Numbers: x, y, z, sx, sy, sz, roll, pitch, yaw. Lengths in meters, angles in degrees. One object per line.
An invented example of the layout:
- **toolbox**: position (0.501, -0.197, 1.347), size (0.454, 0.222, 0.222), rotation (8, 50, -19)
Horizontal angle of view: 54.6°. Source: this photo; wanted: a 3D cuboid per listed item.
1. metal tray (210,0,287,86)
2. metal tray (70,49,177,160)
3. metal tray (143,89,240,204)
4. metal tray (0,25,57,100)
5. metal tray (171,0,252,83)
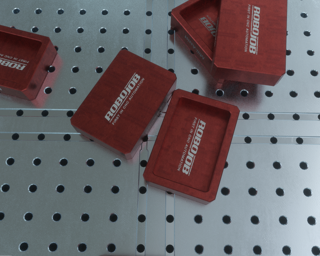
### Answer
- **metal tray**: position (0.122, -0.126, 0.424), size (0.090, 0.030, 0.130), rotation (9, 70, 3)
- **metal tray**: position (-0.046, -0.034, 0.422), size (0.090, 0.030, 0.130), rotation (28, 72, 10)
- **metal tray**: position (0.042, 0.022, 0.401), size (0.090, 0.030, 0.130), rotation (18, 71, 6)
- **metal tray**: position (-0.228, -0.100, 0.444), size (0.131, 0.030, 0.090), rotation (15, 71, 5)
- **metal tray**: position (0.088, -0.141, 0.461), size (0.090, 0.030, 0.130), rotation (-33, 73, -11)
